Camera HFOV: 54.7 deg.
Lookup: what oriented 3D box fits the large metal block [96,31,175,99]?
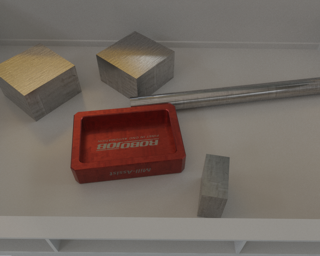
[{"bbox_3d":[-0.035,-0.093,0.466,0.080,0.050,0.080,34,57,25],"label":"large metal block"}]

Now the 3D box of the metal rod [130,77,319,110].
[{"bbox_3d":[0.108,-0.048,0.446,0.302,0.025,0.025,-7,51,-6],"label":"metal rod"}]

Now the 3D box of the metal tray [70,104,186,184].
[{"bbox_3d":[-0.040,0.017,0.387,0.131,0.030,0.090,-5,50,-5],"label":"metal tray"}]

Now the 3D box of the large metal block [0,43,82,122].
[{"bbox_3d":[-0.174,-0.068,0.443,0.080,0.050,0.080,34,57,24],"label":"large metal block"}]

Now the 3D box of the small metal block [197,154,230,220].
[{"bbox_3d":[0.058,0.064,0.336,0.025,0.050,0.050,8,51,6],"label":"small metal block"}]
